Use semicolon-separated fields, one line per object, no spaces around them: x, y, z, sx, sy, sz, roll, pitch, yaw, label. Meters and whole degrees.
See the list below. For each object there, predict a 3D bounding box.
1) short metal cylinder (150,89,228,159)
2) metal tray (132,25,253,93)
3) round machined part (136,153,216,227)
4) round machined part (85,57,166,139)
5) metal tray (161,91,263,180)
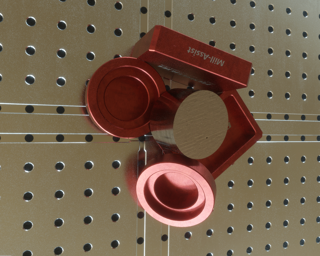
0.035;-0.007;0.374;0.081;0.050;0.079;-7;102;-31;short metal cylinder
0.037;-0.081;0.392;0.131;0.090;0.030;16;85;-20;metal tray
0.023;0.074;0.395;0.098;0.042;0.097;7;117;14;round machined part
-0.044;-0.036;0.388;0.099;0.042;0.097;0;90;-21;round machined part
0.073;0.013;0.438;0.131;0.030;0.090;-38;103;-16;metal tray
